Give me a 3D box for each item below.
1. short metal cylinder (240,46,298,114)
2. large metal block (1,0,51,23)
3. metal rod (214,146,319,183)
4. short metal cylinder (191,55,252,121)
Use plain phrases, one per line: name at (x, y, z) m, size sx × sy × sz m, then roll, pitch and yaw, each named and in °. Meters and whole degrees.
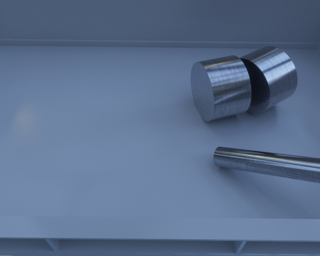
short metal cylinder at (0.138, -0.066, 0.427) m, size 0.050 × 0.080 × 0.080 m, roll -27°, pitch 55°, yaw -21°
large metal block at (-0.274, -0.258, 0.605) m, size 0.081 × 0.050 × 0.080 m, roll -30°, pitch 56°, yaw -23°
metal rod at (0.186, 0.045, 0.283) m, size 0.300 × 0.025 × 0.025 m, roll 5°, pitch 44°, yaw 40°
short metal cylinder at (0.079, -0.053, 0.415) m, size 0.050 × 0.080 × 0.080 m, roll -13°, pitch 52°, yaw -11°
